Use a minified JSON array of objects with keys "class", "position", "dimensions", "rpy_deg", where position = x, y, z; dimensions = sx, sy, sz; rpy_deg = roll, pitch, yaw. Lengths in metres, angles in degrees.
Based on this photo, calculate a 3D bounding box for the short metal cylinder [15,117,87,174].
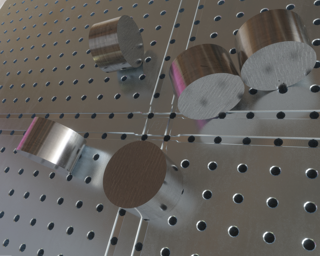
[{"class":"short metal cylinder","position":[-0.152,0.026,0.437],"dimensions":[0.080,0.080,0.050],"rpy_deg":[9,66,32]}]

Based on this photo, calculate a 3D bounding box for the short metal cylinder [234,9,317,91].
[{"class":"short metal cylinder","position":[0.131,-0.088,0.358],"dimensions":[0.080,0.080,0.050],"rpy_deg":[-14,56,20]}]

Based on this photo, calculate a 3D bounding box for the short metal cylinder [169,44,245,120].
[{"class":"short metal cylinder","position":[0.055,-0.055,0.377],"dimensions":[0.080,0.080,0.050],"rpy_deg":[-24,53,14]}]

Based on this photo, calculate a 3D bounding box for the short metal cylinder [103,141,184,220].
[{"class":"short metal cylinder","position":[-0.019,0.062,0.364],"dimensions":[0.080,0.050,0.080],"rpy_deg":[-13,56,21]}]

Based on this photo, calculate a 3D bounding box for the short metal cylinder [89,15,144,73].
[{"class":"short metal cylinder","position":[-0.067,-0.131,0.488],"dimensions":[0.050,0.080,0.080],"rpy_deg":[-6,59,25]}]
